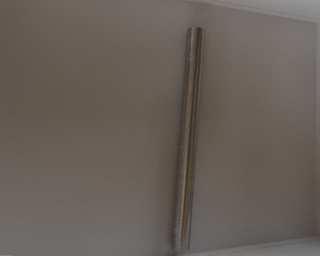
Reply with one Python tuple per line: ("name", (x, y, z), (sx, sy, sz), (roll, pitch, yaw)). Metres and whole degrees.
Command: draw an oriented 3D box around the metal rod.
("metal rod", (0.039, 0.014, 0.424), (0.025, 0.025, 0.298), (5, 88, -20))
